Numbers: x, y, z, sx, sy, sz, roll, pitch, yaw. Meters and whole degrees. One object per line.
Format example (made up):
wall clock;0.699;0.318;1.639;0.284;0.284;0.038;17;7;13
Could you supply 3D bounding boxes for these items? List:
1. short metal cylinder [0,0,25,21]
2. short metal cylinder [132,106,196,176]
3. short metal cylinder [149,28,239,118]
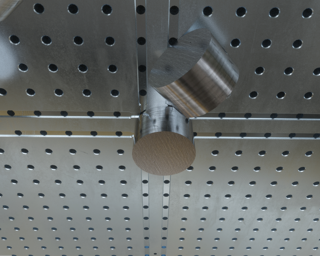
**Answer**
short metal cylinder;-0.147;-0.138;0.257;0.050;0.080;0.080;-31;124;24
short metal cylinder;0.005;0.018;0.410;0.081;0.050;0.079;0;130;0
short metal cylinder;0.035;-0.058;0.327;0.080;0.080;0.050;-33;123;25
